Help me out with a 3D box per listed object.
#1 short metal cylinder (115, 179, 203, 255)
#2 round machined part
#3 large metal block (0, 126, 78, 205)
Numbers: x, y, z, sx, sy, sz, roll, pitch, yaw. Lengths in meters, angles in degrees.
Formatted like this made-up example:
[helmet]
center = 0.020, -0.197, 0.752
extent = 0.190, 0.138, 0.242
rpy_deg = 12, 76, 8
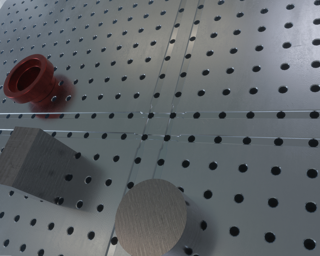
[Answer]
[short metal cylinder]
center = 0.000, 0.101, 0.331
extent = 0.080, 0.050, 0.080
rpy_deg = -13, 56, 21
[round machined part]
center = -0.235, -0.086, 0.574
extent = 0.098, 0.042, 0.098
rpy_deg = -13, 56, 21
[large metal block]
center = -0.172, 0.053, 0.431
extent = 0.050, 0.080, 0.080
rpy_deg = 4, 64, 30
